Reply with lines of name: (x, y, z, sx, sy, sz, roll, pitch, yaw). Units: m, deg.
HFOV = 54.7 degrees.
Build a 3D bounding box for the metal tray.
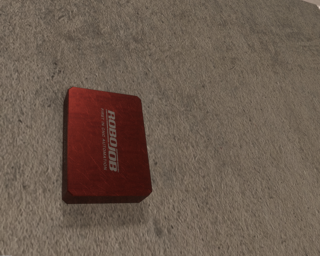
metal tray: (-0.063, 0.019, 0.356, 0.091, 0.030, 0.130, 6, 59, -26)
